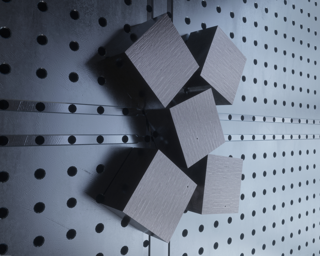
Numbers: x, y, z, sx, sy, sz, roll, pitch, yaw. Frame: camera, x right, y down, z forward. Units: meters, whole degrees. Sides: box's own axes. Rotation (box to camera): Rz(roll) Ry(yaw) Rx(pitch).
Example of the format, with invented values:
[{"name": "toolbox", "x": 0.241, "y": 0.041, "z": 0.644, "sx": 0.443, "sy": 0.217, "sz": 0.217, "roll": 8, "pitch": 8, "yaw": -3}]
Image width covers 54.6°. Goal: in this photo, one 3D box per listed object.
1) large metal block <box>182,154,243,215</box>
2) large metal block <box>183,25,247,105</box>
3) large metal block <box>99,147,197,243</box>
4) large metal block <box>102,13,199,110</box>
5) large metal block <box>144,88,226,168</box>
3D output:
[{"name": "large metal block", "x": 0.073, "y": 0.080, "z": 0.453, "sx": 0.081, "sy": 0.050, "sz": 0.080, "roll": 12, "pitch": 83, "yaw": -40}, {"name": "large metal block", "x": 0.075, "y": -0.087, "z": 0.453, "sx": 0.080, "sy": 0.050, "sz": 0.080, "roll": 33, "pitch": 70, "yaw": -38}, {"name": "large metal block", "x": -0.012, "y": 0.080, "z": 0.380, "sx": 0.080, "sy": 0.050, "sz": 0.080, "roll": 45, "pitch": 63, "yaw": -30}, {"name": "large metal block", "x": -0.009, "y": -0.080, "z": 0.384, "sx": 0.080, "sy": 0.050, "sz": 0.080, "roll": -51, "pitch": 120, "yaw": -27}, {"name": "large metal block", "x": 0.036, "y": -0.002, "z": 0.421, "sx": 0.081, "sy": 0.050, "sz": 0.080, "roll": -28, "pitch": 108, "yaw": -36}]
